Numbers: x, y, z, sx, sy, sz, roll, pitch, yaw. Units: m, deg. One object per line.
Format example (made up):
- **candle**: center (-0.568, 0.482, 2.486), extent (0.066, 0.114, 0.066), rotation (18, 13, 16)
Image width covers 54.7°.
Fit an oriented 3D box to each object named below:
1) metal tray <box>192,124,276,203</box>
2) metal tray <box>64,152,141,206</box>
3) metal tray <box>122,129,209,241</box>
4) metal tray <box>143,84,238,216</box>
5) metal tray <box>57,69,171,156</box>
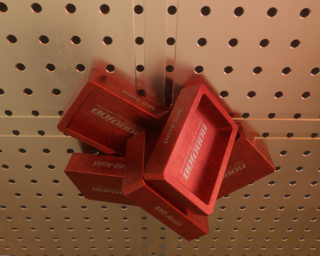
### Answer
- **metal tray**: center (0.089, 0.059, 0.458), extent (0.130, 0.030, 0.090), rotation (-34, 123, 25)
- **metal tray**: center (-0.058, 0.077, 0.441), extent (0.131, 0.030, 0.090), rotation (4, 143, 15)
- **metal tray**: center (0.010, 0.073, 0.391), extent (0.030, 0.090, 0.130), rotation (-31, 124, 23)
- **metal tray**: center (0.042, 0.024, 0.365), extent (0.030, 0.130, 0.090), rotation (-9, 136, 45)
- **metal tray**: center (-0.053, -0.007, 0.402), extent (0.131, 0.030, 0.090), rotation (29, 124, -23)
